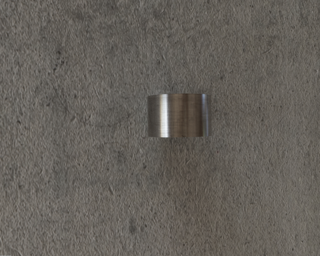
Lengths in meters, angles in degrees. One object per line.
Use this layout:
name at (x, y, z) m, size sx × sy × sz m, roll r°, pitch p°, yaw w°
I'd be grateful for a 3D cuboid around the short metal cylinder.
short metal cylinder at (0.024, -0.015, 0.391) m, size 0.081 × 0.080 × 0.050 m, roll -1°, pitch 91°, yaw -20°
